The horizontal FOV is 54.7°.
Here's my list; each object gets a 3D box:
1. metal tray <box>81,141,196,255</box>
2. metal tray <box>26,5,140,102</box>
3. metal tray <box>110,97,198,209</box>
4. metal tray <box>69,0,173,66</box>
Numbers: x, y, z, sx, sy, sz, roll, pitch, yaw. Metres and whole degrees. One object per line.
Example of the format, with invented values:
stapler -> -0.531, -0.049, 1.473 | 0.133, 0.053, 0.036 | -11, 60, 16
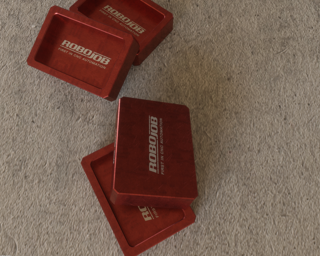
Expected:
metal tray -> -0.027, 0.076, 0.377 | 0.090, 0.030, 0.130 | -27, 72, -10
metal tray -> -0.105, -0.102, 0.422 | 0.130, 0.030, 0.090 | 24, 90, 12
metal tray -> -0.008, 0.026, 0.366 | 0.091, 0.030, 0.130 | 7, 53, -12
metal tray -> -0.057, -0.163, 0.464 | 0.130, 0.030, 0.090 | 36, 74, 12
